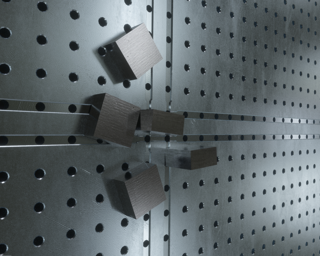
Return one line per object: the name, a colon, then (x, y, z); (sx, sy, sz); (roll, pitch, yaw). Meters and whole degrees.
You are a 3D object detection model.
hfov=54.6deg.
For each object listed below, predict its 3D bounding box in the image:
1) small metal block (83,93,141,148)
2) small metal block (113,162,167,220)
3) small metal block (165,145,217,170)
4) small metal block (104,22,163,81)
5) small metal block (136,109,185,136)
small metal block: (-0.055, -0.008, 0.362); (0.050, 0.025, 0.050); (22, 76, -38)
small metal block: (-0.024, 0.077, 0.388); (0.050, 0.025, 0.050); (-25, 106, -37)
small metal block: (0.042, 0.039, 0.427); (0.050, 0.050, 0.025); (-4, 93, -40)
small metal block: (-0.031, -0.093, 0.382); (0.050, 0.025, 0.050); (-45, 117, -31)
small metal block: (-0.006, -0.006, 0.387); (0.050, 0.050, 0.025); (9, 84, -40)
